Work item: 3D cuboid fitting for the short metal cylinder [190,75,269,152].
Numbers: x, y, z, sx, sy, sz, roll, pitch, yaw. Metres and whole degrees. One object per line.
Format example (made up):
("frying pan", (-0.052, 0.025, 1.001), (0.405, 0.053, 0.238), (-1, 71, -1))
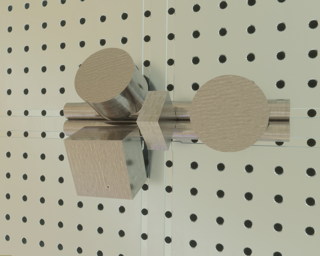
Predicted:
("short metal cylinder", (0.078, -0.015, 0.341), (0.080, 0.050, 0.079), (0, 90, 20))

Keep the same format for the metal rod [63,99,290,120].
("metal rod", (0.007, -0.023, 0.406), (0.301, 0.025, 0.025), (1, 90, 19))

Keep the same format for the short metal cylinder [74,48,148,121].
("short metal cylinder", (-0.062, -0.056, 0.402), (0.080, 0.050, 0.080), (-7, 64, 16))

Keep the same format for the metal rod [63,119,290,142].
("metal rod", (0.007, 0.002, 0.406), (0.301, 0.025, 0.025), (1, 90, 19))

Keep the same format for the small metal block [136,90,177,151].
("small metal block", (-0.002, -0.009, 0.366), (0.025, 0.050, 0.050), (1, 48, 20))

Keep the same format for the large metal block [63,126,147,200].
("large metal block", (-0.069, 0.043, 0.405), (0.080, 0.050, 0.079), (-1, 110, 20))
